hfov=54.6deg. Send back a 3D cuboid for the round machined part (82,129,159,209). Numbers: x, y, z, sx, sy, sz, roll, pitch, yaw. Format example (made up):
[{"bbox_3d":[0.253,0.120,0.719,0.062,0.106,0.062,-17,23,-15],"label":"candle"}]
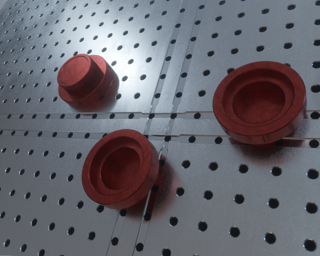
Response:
[{"bbox_3d":[-0.045,0.054,0.389,0.098,0.042,0.098,-13,56,21],"label":"round machined part"}]

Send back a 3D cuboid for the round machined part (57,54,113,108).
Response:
[{"bbox_3d":[-0.132,-0.085,0.521,0.098,0.042,0.098,-13,56,21],"label":"round machined part"}]

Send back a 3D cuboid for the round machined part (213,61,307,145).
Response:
[{"bbox_3d":[0.114,-0.025,0.353,0.098,0.042,0.098,-13,56,21],"label":"round machined part"}]
